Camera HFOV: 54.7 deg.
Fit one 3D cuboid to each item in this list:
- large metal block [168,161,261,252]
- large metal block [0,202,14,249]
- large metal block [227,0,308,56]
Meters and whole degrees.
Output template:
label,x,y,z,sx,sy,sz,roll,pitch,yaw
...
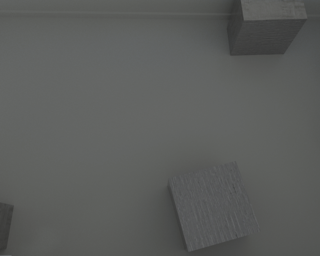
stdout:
label,x,y,z,sx,sy,sz,roll,pitch,yaw
large metal block,0.059,0.092,0.363,0.081,0.050,0.080,-14,71,-5
large metal block,-0.223,0.106,0.340,0.080,0.080,0.050,1,70,0
large metal block,0.145,-0.146,0.435,0.081,0.080,0.050,-2,70,-1
